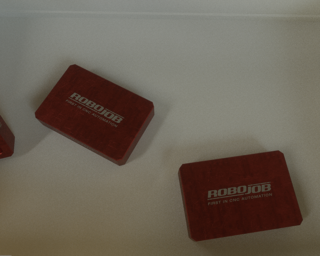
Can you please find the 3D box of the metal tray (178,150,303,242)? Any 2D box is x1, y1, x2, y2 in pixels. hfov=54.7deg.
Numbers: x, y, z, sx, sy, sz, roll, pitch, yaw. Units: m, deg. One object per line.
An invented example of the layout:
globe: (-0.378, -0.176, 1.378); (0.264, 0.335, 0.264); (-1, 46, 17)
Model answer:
metal tray: (0.094, 0.082, 0.378); (0.131, 0.030, 0.090); (-8, 70, -3)

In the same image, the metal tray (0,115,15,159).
metal tray: (-0.237, -0.007, 0.351); (0.091, 0.129, 0.030); (-14, 49, -6)

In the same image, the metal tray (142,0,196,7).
metal tray: (0.021, -0.264, 0.505); (0.091, 0.030, 0.130); (8, 70, 2)

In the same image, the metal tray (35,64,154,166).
metal tray: (-0.084, -0.019, 0.413); (0.130, 0.030, 0.090); (27, 72, 9)
